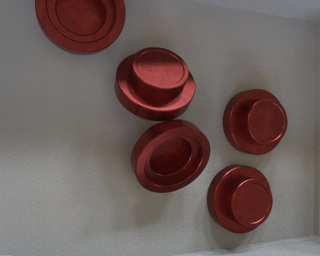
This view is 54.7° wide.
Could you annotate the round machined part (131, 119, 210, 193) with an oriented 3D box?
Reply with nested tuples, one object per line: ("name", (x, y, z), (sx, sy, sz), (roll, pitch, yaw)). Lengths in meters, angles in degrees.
("round machined part", (0.010, 0.031, 0.391), (0.099, 0.042, 0.097), (-12, 125, -18))

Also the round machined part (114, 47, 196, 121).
("round machined part", (-0.004, -0.059, 0.375), (0.099, 0.042, 0.098), (8, 54, -11))

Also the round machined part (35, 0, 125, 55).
("round machined part", (-0.094, -0.135, 0.365), (0.099, 0.042, 0.097), (-1, 94, -21))

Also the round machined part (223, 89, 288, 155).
("round machined part", (0.146, -0.009, 0.455), (0.099, 0.042, 0.097), (0, 90, -20))

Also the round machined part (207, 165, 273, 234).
("round machined part", (0.121, 0.104, 0.446), (0.099, 0.042, 0.097), (0, 90, -20))
